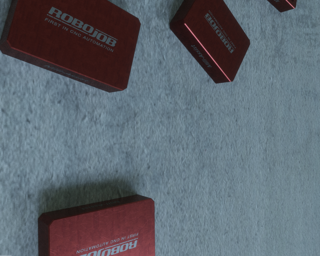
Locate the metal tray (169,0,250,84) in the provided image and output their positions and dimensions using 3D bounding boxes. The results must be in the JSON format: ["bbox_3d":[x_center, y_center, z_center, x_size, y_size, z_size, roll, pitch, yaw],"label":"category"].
[{"bbox_3d":[0.081,-0.142,0.472,0.130,0.030,0.090,42,64,-32],"label":"metal tray"}]

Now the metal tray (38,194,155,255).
[{"bbox_3d":[-0.065,0.131,0.349,0.131,0.030,0.089,-1,91,-40],"label":"metal tray"}]

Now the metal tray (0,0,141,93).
[{"bbox_3d":[-0.088,-0.100,0.329,0.131,0.030,0.090,18,79,-39],"label":"metal tray"}]

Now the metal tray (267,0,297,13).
[{"bbox_3d":[0.217,-0.291,0.586,0.131,0.030,0.090,17,79,-39],"label":"metal tray"}]
